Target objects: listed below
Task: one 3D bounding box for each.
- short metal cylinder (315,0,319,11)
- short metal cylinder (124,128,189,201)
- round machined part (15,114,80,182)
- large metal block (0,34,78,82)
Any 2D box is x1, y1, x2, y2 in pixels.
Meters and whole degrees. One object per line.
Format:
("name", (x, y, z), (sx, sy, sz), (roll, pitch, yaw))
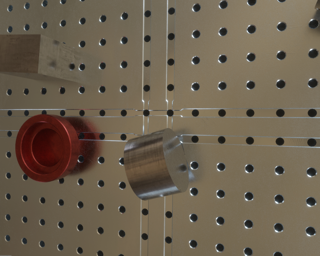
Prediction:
("short metal cylinder", (0.202, -0.150, 0.312), (0.050, 0.080, 0.080), (31, 100, 17))
("short metal cylinder", (-0.003, 0.045, 0.384), (0.050, 0.080, 0.080), (-17, 85, 19))
("round machined part", (-0.161, 0.029, 0.460), (0.098, 0.042, 0.097), (0, 90, 20))
("large metal block", (-0.178, -0.099, 0.446), (0.080, 0.080, 0.050), (6, 92, 20))
